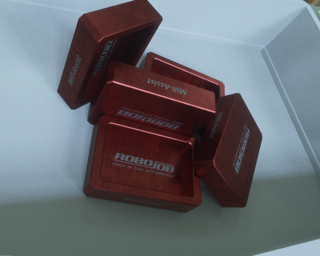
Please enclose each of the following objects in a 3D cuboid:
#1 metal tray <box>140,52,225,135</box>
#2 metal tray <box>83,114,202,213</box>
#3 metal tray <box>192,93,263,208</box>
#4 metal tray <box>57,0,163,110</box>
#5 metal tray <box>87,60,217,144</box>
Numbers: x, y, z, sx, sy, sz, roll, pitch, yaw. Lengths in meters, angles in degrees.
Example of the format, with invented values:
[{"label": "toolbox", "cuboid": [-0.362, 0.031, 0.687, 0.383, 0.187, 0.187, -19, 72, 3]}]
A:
[{"label": "metal tray", "cuboid": [0.031, -0.047, 0.447, 0.131, 0.030, 0.090, 19, 54, -17]}, {"label": "metal tray", "cuboid": [-0.016, 0.043, 0.365, 0.131, 0.030, 0.090, 15, 56, -20]}, {"label": "metal tray", "cuboid": [0.095, 0.027, 0.411, 0.090, 0.030, 0.130, 53, 46, -28]}, {"label": "metal tray", "cuboid": [-0.060, -0.080, 0.353, 0.091, 0.129, 0.030, -34, 82, -38]}, {"label": "metal tray", "cuboid": [-0.011, -0.024, 0.370, 0.131, 0.090, 0.030, 15, 56, -21]}]
